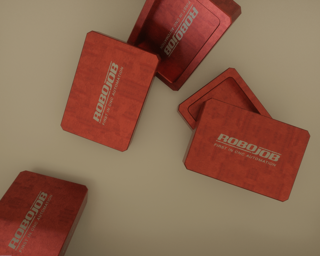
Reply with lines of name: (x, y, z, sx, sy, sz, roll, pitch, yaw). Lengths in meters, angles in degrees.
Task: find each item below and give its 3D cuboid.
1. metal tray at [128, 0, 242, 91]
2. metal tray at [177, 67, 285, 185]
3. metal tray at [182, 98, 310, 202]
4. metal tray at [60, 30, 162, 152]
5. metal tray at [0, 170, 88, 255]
metal tray: (0.020, -0.113, 0.363, 0.090, 0.129, 0.030, 40, 52, -1)
metal tray: (0.096, -0.002, 0.410, 0.090, 0.030, 0.130, -37, 90, -1)
metal tray: (0.103, 0.026, 0.380, 0.131, 0.030, 0.090, 19, 90, -1)
metal tray: (-0.062, -0.045, 0.391, 0.090, 0.030, 0.129, 21, 105, -1)
metal tray: (-0.149, 0.115, 0.362, 0.091, 0.130, 0.030, 15, 129, 0)
